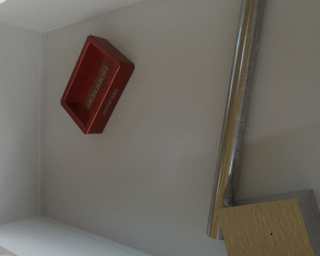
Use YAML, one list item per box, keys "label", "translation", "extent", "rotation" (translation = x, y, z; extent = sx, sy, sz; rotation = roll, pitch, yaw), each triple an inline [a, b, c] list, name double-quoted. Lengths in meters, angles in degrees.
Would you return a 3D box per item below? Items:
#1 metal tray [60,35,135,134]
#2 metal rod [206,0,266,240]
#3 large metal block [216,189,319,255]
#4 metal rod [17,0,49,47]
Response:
- label: "metal tray"
  translation: [-0.102, -0.066, 0.484]
  extent: [0.090, 0.030, 0.129]
  rotation: [45, 116, 30]
- label: "metal rod"
  translation: [0.084, -0.026, 0.336]
  extent: [0.025, 0.025, 0.298]
  rotation: [12, 98, 39]
- label: "large metal block"
  translation: [0.111, 0.108, 0.298]
  extent: [0.080, 0.050, 0.080]
  rotation: [-21, 77, 38]
- label: "metal rod"
  translation: [-0.200, -0.281, 0.571]
  extent: [0.025, 0.025, 0.298]
  rotation: [51, 120, 27]
